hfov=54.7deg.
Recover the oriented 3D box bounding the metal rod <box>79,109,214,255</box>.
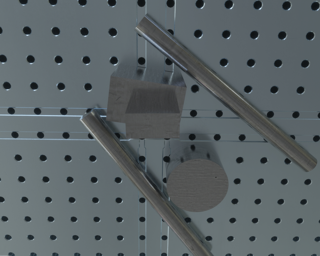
[{"bbox_3d":[-0.010,0.097,0.448,0.025,0.025,0.300,-34,107,11],"label":"metal rod"}]

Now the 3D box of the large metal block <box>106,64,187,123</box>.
[{"bbox_3d":[-0.016,-0.039,0.369,0.081,0.080,0.050,8,110,-4],"label":"large metal block"}]

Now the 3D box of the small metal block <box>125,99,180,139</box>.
[{"bbox_3d":[-0.007,-0.010,0.311,0.050,0.050,0.025,0,110,-1],"label":"small metal block"}]

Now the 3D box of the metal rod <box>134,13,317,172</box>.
[{"bbox_3d":[0.093,-0.037,0.401,0.301,0.025,0.025,37,106,-13],"label":"metal rod"}]

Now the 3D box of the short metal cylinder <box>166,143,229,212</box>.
[{"bbox_3d":[0.049,0.067,0.426,0.081,0.050,0.079,0,110,-1],"label":"short metal cylinder"}]
